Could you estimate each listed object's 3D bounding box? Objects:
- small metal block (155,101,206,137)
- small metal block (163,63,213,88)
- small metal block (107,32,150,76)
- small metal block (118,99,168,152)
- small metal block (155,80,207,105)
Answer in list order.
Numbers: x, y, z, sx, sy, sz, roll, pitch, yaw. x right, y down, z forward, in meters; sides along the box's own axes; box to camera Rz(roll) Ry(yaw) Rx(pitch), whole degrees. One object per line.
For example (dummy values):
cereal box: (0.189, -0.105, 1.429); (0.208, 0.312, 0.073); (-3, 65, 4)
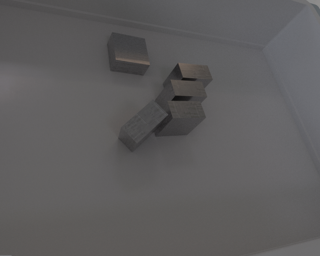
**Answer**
small metal block: (0.024, -0.012, 0.409); (0.050, 0.050, 0.025); (-2, 63, -30)
small metal block: (0.040, -0.068, 0.452); (0.050, 0.050, 0.025); (-1, 63, -29)
small metal block: (-0.046, -0.106, 0.445); (0.050, 0.025, 0.050); (4, 60, -27)
small metal block: (-0.021, -0.001, 0.370); (0.025, 0.050, 0.050); (46, 70, 3)
small metal block: (0.028, -0.041, 0.430); (0.050, 0.050, 0.025); (-1, 63, -29)
